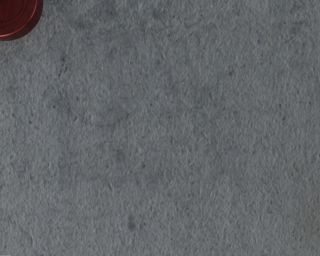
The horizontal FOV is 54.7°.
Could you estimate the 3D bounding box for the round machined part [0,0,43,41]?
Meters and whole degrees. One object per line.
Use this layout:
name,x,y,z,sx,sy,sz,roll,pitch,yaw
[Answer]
round machined part,-0.199,-0.160,0.399,0.099,0.042,0.097,0,90,-1
